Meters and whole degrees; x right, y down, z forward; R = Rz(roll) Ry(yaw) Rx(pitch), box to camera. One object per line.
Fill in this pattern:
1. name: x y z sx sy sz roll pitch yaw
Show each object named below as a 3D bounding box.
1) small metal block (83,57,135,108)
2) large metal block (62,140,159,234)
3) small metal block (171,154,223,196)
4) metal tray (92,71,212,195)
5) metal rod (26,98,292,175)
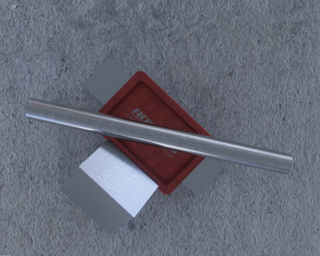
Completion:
1. small metal block: -0.064 -0.057 0.410 0.050 0.025 0.050 45 90 -1
2. large metal block: -0.062 0.073 0.374 0.080 0.080 0.050 43 48 0
3. small metal block: 0.046 0.053 0.411 0.050 0.025 0.050 39 90 -1
4. metal tray: -0.008 0.006 0.383 0.130 0.030 0.090 44 90 -1
5. metal rod: 0.000 0.010 0.356 0.302 0.025 0.025 12 90 -1
